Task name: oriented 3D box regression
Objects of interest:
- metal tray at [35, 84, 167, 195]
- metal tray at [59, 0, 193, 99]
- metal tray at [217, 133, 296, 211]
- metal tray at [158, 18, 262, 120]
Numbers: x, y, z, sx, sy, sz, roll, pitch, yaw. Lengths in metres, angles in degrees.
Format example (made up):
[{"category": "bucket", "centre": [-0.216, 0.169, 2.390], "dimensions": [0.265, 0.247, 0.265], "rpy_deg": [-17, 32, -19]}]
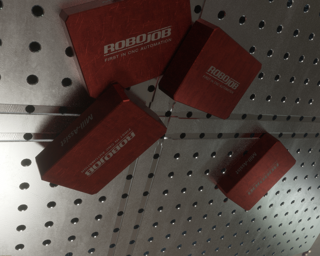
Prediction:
[{"category": "metal tray", "centre": [-0.066, 0.019, 0.363], "dimensions": [0.130, 0.030, 0.090], "rpy_deg": [-42, 143, 8]}, {"category": "metal tray", "centre": [-0.029, -0.095, 0.335], "dimensions": [0.131, 0.030, 0.089], "rpy_deg": [-22, 127, -16]}, {"category": "metal tray", "centre": [0.175, 0.082, 0.557], "dimensions": [0.130, 0.030, 0.090], "rpy_deg": [-48, 130, 5]}, {"category": "metal tray", "centre": [0.067, -0.066, 0.385], "dimensions": [0.131, 0.030, 0.090], "rpy_deg": [14, 112, -50]}]
